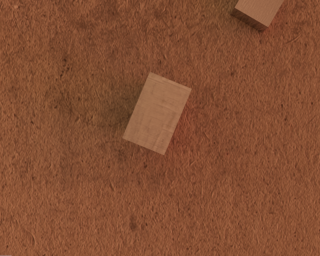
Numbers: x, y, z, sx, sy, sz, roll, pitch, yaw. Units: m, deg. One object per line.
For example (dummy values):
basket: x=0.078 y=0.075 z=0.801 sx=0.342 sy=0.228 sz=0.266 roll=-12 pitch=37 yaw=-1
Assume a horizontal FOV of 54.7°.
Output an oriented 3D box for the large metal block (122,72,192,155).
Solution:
large metal block: x=-0.003 y=-0.016 z=0.383 sx=0.050 sy=0.080 sz=0.080 roll=23 pitch=90 yaw=0

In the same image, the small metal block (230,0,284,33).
small metal block: x=0.130 y=-0.164 z=0.411 sx=0.050 sy=0.025 sz=0.050 roll=30 pitch=90 yaw=0
